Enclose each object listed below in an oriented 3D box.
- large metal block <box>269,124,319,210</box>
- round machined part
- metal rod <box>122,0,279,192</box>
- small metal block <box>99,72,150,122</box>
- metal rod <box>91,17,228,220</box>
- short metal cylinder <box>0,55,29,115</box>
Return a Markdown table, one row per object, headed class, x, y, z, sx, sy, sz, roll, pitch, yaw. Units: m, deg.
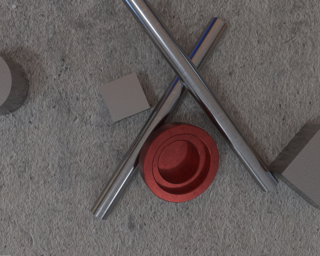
| class | x | y | z | sx | sy | sz | roll | pitch | yaw |
| --- | --- | --- | --- | --- | --- | --- | --- | --- | --- |
| large metal block | 0.203 | 0.051 | 0.400 | 0.080 | 0.050 | 0.080 | 40 | 90 | -1 |
| round machined part | 0.021 | 0.040 | 0.392 | 0.099 | 0.042 | 0.097 | -4 | 102 | -18 |
| metal rod | 0.056 | -0.040 | 0.389 | 0.025 | 0.025 | 0.300 | -38 | 99 | 0 |
| small metal block | -0.045 | -0.040 | 0.409 | 0.050 | 0.025 | 0.050 | -22 | 90 | -1 |
| metal rod | -0.001 | -0.013 | 0.409 | 0.025 | 0.025 | 0.299 | 32 | 90 | -1 |
| short metal cylinder | -0.218 | -0.056 | 0.395 | 0.081 | 0.050 | 0.079 | 0 | 90 | -1 |
